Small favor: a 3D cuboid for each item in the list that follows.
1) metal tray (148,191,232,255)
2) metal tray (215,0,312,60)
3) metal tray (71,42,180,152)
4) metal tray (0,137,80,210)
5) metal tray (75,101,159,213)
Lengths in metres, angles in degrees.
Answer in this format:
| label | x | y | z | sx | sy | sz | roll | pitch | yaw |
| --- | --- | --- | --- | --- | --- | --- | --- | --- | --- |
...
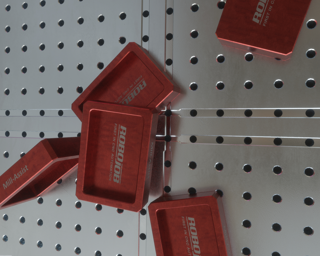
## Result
| label | x | y | z | sx | sy | sz | roll | pitch | yaw |
| --- | --- | --- | --- | --- | --- | --- | --- | --- | --- |
| metal tray | 0.041 | 0.152 | 0.394 | 0.090 | 0.030 | 0.129 | -11 | 86 | 19 |
| metal tray | 0.130 | -0.155 | 0.364 | 0.090 | 0.030 | 0.129 | 20 | 97 | 18 |
| metal tray | -0.049 | -0.040 | 0.426 | 0.130 | 0.030 | 0.090 | -43 | 77 | 14 |
| metal tray | -0.169 | 0.062 | 0.435 | 0.130 | 0.090 | 0.030 | -38 | 78 | 16 |
| metal tray | -0.056 | 0.034 | 0.397 | 0.090 | 0.030 | 0.129 | 9 | 98 | 13 |
